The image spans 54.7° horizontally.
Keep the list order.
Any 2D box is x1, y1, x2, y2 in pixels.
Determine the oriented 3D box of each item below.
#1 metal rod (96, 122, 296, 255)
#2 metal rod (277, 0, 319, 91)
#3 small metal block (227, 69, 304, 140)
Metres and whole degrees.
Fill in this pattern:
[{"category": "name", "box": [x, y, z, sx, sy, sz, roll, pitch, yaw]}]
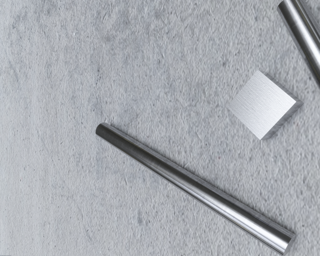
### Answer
[{"category": "metal rod", "box": [0.018, 0.059, 0.389, 0.300, 0.025, 0.025, 28, 107, 36]}, {"category": "metal rod", "box": [0.175, 0.014, 0.260, 0.025, 0.025, 0.299, -32, 71, 35]}, {"category": "small metal block", "box": [0.106, -0.023, 0.317, 0.050, 0.025, 0.050, 51, 120, 28]}]
